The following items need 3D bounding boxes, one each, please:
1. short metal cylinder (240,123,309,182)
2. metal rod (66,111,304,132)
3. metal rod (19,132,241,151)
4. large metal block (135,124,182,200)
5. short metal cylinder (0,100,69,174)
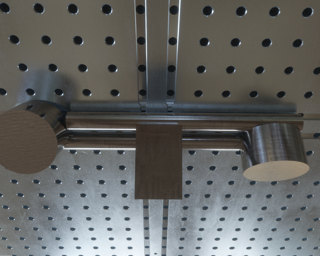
[{"bbox_3d":[0.148,0.034,0.408,0.081,0.050,0.080,0,152,0],"label":"short metal cylinder"},{"bbox_3d":[0.032,-0.008,0.404,0.302,0.025,0.025,1,130,-1],"label":"metal rod"},{"bbox_3d":[-0.043,0.018,0.426,0.302,0.025,0.025,0,130,-1],"label":"metal rod"},{"bbox_3d":[-0.002,0.041,0.371,0.050,0.080,0.080,1,172,-1],"label":"large metal block"},{"bbox_3d":[-0.160,0.010,0.383,0.081,0.050,0.079,0,107,-1],"label":"short metal cylinder"}]
